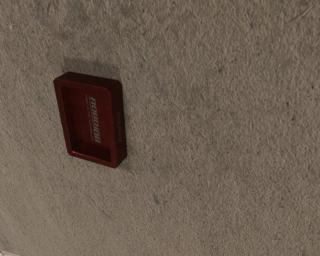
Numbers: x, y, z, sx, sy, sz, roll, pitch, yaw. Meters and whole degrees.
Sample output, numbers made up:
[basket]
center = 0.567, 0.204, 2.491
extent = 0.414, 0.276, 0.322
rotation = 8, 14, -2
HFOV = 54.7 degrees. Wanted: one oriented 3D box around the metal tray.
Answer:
[metal tray]
center = -0.098, -0.010, 0.446
extent = 0.090, 0.030, 0.129
rotation = 13, 124, 20
